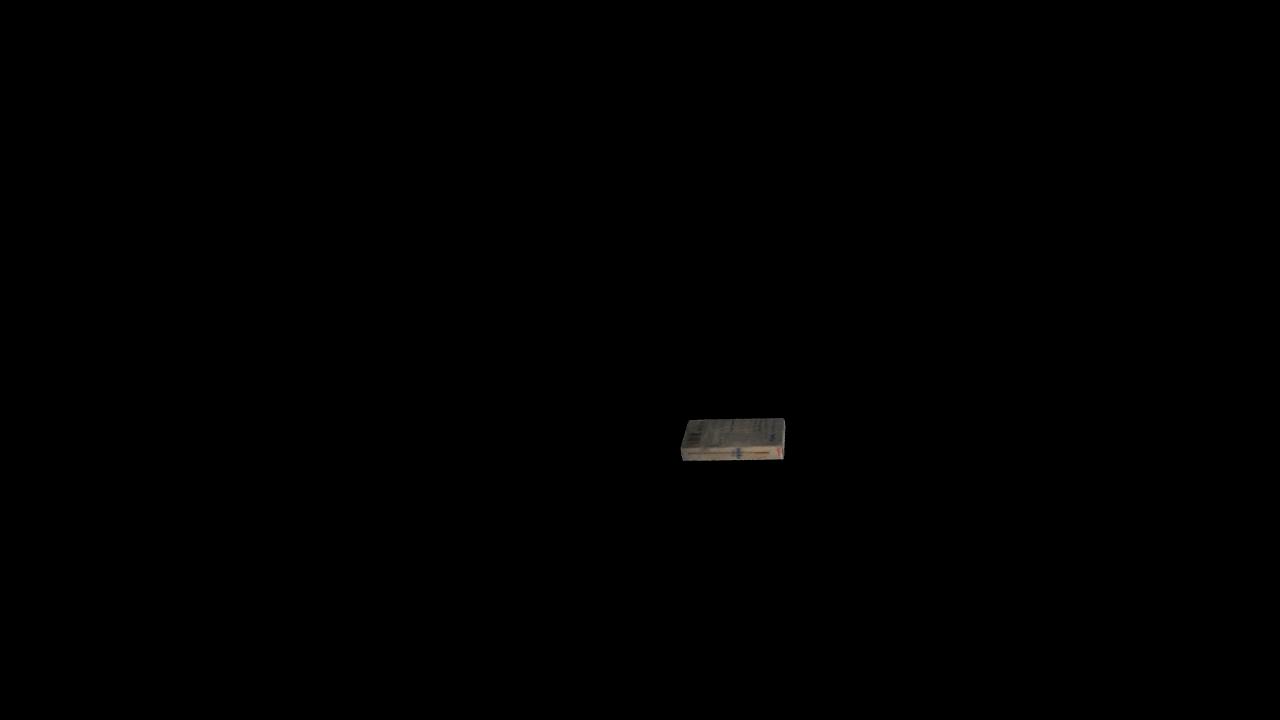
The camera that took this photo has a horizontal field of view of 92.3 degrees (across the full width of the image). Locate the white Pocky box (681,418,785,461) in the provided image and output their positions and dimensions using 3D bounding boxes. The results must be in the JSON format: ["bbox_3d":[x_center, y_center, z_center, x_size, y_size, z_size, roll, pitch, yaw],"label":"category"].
[{"bbox_3d":[0.145,0.122,0.950,0.154,0.028,0.084,-3,24,16],"label":"white Pocky box"}]
